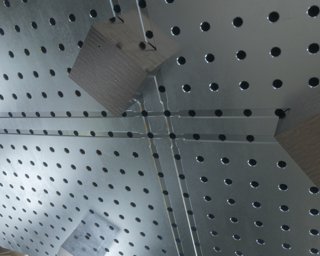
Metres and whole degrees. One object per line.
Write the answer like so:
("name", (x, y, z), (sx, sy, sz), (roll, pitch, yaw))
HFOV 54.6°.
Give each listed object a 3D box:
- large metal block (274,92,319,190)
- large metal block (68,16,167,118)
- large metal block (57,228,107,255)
("large metal block", (0.176, 0.008, 0.307), (0.080, 0.050, 0.080), (48, 129, -6))
("large metal block", (-0.053, -0.073, 0.378), (0.080, 0.050, 0.080), (41, 129, 0))
("large metal block", (-0.168, 0.271, 0.652), (0.080, 0.050, 0.080), (34, 129, 6))
